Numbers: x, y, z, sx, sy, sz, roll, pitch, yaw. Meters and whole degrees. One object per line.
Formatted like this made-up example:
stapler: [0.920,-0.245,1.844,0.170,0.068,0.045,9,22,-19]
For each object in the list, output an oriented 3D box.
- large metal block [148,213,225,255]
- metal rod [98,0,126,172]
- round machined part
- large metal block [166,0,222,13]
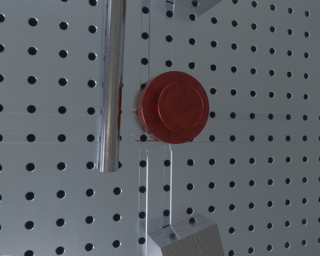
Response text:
large metal block: [0.039,0.172,0.414,0.081,0.050,0.080,-17,96,-19]
metal rod: [-0.058,-0.095,0.391,0.025,0.025,0.298,3,89,-20]
round machined part: [0.023,-0.027,0.412,0.099,0.042,0.097,0,90,-20]
large metal block: [0.042,-0.212,0.415,0.081,0.050,0.080,11,86,-20]
